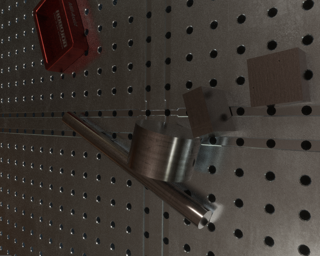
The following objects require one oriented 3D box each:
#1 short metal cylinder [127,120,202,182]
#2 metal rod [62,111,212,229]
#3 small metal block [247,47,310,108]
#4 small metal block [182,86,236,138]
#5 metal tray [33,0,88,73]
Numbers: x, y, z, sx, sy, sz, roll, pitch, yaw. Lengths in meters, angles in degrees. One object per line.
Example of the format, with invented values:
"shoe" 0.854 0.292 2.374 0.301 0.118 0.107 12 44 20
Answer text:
"short metal cylinder" 0.005 0.025 0.367 0.080 0.081 0.050 21 104 37
"metal rod" -0.053 0.045 0.450 0.300 0.025 0.025 31 109 35
"small metal block" 0.118 -0.048 0.311 0.050 0.025 0.050 -7 86 39
"small metal block" 0.056 -0.017 0.346 0.025 0.050 0.050 -22 76 38
"metal tray" -0.180 -0.176 0.550 0.090 0.030 0.129 -27 73 36
